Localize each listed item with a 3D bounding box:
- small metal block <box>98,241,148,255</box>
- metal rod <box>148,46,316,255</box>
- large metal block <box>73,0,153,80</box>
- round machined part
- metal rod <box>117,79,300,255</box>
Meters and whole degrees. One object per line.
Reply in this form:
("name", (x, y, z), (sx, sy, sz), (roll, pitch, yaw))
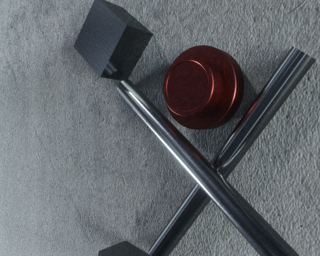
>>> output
("small metal block", (-0.050, 0.185, 0.428), (0.050, 0.050, 0.025), (13, 98, 39))
("metal rod", (0.066, 0.048, 0.349), (0.025, 0.025, 0.298), (45, 116, 30))
("large metal block", (-0.069, -0.125, 0.443), (0.080, 0.050, 0.080), (48, 118, 29))
("round machined part", (0.042, -0.047, 0.358), (0.098, 0.042, 0.097), (0, 90, 39))
("metal rod", (0.029, 0.028, 0.352), (0.300, 0.025, 0.025), (48, 118, 38))
